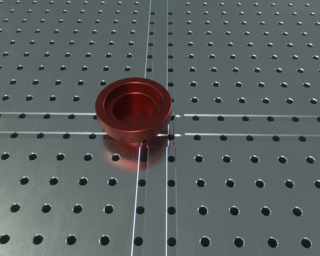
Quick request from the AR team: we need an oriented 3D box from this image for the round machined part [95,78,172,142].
[{"bbox_3d":[-0.034,-0.020,0.413,0.099,0.042,0.098,0,50,0],"label":"round machined part"}]
